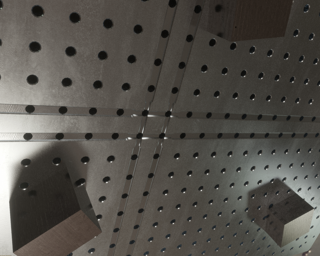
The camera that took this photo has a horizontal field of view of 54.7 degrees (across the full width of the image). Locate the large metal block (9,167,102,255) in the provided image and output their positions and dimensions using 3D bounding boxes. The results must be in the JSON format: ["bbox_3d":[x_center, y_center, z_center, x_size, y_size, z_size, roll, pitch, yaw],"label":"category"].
[{"bbox_3d":[-0.127,0.107,0.373,0.080,0.080,0.050,-32,129,-8],"label":"large metal block"}]

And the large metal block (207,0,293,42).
[{"bbox_3d":[0.107,-0.150,0.362,0.081,0.050,0.079,-12,124,-23],"label":"large metal block"}]

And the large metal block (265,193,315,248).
[{"bbox_3d":[0.282,0.202,0.679,0.081,0.050,0.079,-21,127,-16],"label":"large metal block"}]
